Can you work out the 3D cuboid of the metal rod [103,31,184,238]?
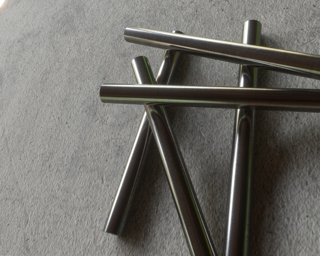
[{"bbox_3d":[-0.013,-0.009,0.415,0.025,0.025,0.300,3,63,30],"label":"metal rod"}]

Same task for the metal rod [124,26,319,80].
[{"bbox_3d":[0.066,-0.102,0.398,0.300,0.025,0.025,22,73,36],"label":"metal rod"}]

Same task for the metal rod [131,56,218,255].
[{"bbox_3d":[0.012,0.031,0.358,0.025,0.025,0.299,-26,59,12],"label":"metal rod"}]

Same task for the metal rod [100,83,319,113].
[{"bbox_3d":[0.075,-0.034,0.346,0.301,0.025,0.025,4,63,16],"label":"metal rod"}]

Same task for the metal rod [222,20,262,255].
[{"bbox_3d":[0.098,-0.007,0.356,0.025,0.025,0.300,-3,60,27],"label":"metal rod"}]
